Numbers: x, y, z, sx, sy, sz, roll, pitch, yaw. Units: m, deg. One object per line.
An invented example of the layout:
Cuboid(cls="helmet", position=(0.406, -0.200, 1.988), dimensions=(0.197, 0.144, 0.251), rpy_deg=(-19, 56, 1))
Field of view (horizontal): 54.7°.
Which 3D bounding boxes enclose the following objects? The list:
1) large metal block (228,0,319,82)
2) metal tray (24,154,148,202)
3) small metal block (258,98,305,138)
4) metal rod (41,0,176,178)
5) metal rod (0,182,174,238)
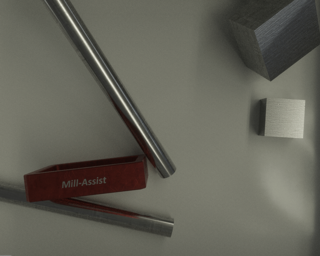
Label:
Cuboid(cls="large metal block", position=(0.142, -0.119, 0.381), dimensions=(0.080, 0.050, 0.080), rpy_deg=(-37, 131, 0))
Cuboid(cls="metal tray", position=(-0.082, 0.058, 0.377), dimensions=(0.131, 0.090, 0.030), rpy_deg=(-7, 91, -1))
Cuboid(cls="small metal block", position=(0.162, -0.013, 0.414), dimensions=(0.050, 0.025, 0.050), rpy_deg=(3, 90, -1))
Cuboid(cls="metal rod", position=(-0.062, -0.059, 0.356), dimensions=(0.025, 0.025, 0.299), rpy_deg=(-32, 113, 0))
Cuboid(cls="metal rod", position=(-0.131, 0.101, 0.409), dimensions=(0.302, 0.025, 0.025), rpy_deg=(12, 90, -1))
